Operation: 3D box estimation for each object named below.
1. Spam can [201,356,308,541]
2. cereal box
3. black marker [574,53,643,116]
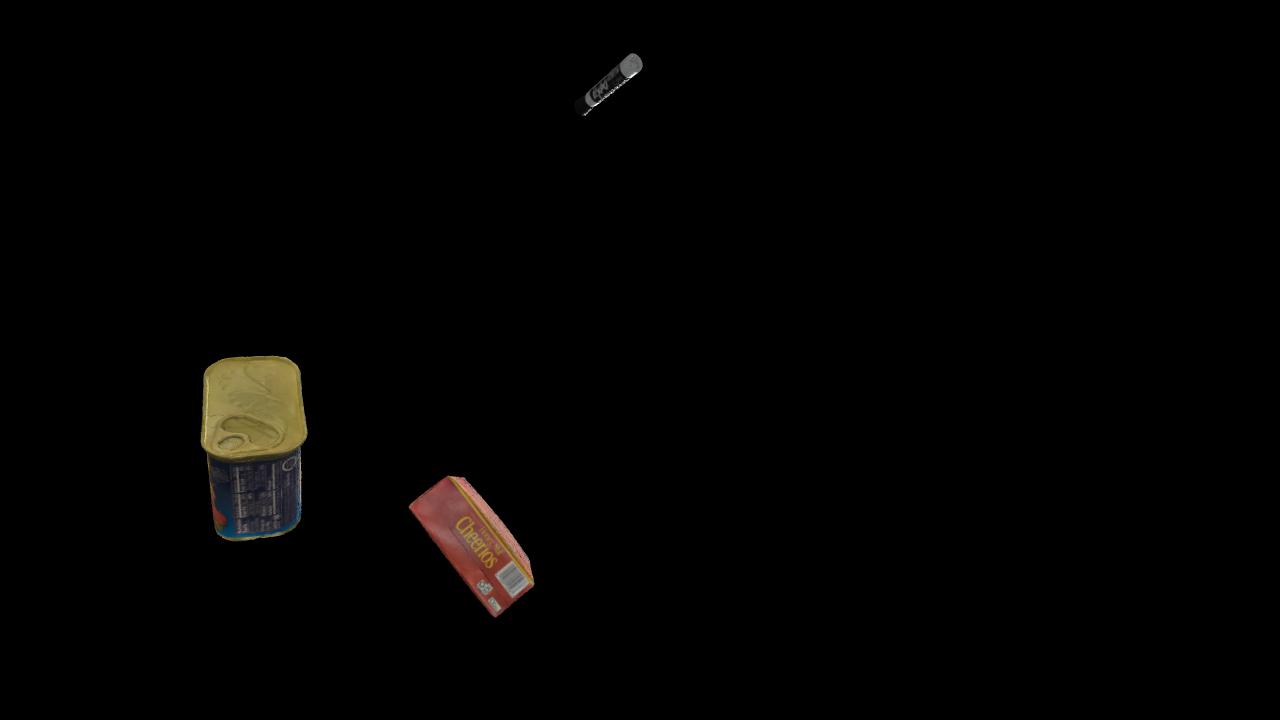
[{"bbox_3d":[-0.269,0.061,0.431,0.058,0.085,0.101,-2,39,-31],"label":"Spam can"},{"bbox_3d":[-0.264,0.287,1.002,0.081,0.203,0.306,-38,-2,-15],"label":"cereal box"},{"bbox_3d":[-0.038,-0.293,0.663,0.020,0.020,0.121,0,-3,-33],"label":"black marker"}]
